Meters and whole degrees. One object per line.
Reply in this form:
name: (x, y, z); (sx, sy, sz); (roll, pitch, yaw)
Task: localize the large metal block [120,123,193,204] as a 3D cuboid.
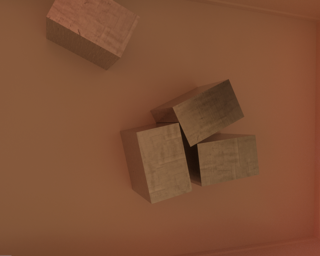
large metal block: (-0.008, 0.038, 0.378); (0.050, 0.080, 0.080); (-13, 95, -20)

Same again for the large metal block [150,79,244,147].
large metal block: (0.045, -0.019, 0.398); (0.081, 0.080, 0.050); (-28, 99, -18)

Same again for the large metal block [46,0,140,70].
large metal block: (-0.079, -0.113, 0.352); (0.080, 0.080, 0.050); (27, 81, -18)

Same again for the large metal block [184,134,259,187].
large metal block: (0.069, 0.038, 0.407); (0.081, 0.080, 0.050); (-7, 93, -20)
